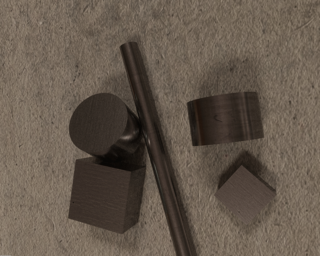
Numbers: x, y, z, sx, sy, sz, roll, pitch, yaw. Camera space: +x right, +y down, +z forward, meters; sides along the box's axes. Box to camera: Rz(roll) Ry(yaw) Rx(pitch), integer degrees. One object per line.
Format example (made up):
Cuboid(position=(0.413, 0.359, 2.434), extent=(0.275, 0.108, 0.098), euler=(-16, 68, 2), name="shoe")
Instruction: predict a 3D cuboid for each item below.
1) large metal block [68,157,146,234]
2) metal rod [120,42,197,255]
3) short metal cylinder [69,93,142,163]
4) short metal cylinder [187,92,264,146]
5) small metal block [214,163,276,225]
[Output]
Cuboid(position=(-0.070, 0.087, 0.419), extent=(0.080, 0.050, 0.079), euler=(9, 93, 19), name="large metal block")
Cuboid(position=(-0.003, 0.031, 0.409), extent=(0.025, 0.025, 0.298), euler=(-17, 84, 19), name="metal rod")
Cuboid(position=(-0.070, 0.001, 0.405), extent=(0.080, 0.050, 0.080), euler=(-7, 67, 16), name="short metal cylinder")
Cuboid(position=(0.074, -0.009, 0.353), extent=(0.080, 0.080, 0.050), euler=(-8, 88, 19), name="short metal cylinder")
Cuboid(position=(0.102, 0.078, 0.373), extent=(0.050, 0.025, 0.050), euler=(42, 103, 14), name="small metal block")
